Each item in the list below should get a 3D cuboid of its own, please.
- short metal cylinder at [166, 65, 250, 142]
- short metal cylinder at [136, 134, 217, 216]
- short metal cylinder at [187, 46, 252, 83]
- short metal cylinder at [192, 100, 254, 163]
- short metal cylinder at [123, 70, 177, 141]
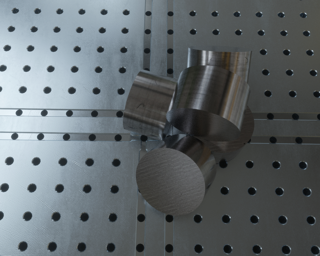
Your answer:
[{"bbox_3d":[0.053,-0.024,0.338,0.080,0.080,0.050,16,71,6],"label":"short metal cylinder"},{"bbox_3d":[0.020,0.052,0.357,0.080,0.050,0.079,7,108,22],"label":"short metal cylinder"},{"bbox_3d":[0.076,-0.078,0.404,0.080,0.080,0.050,2,110,1],"label":"short metal cylinder"},{"bbox_3d":[0.074,0.001,0.398,0.081,0.050,0.080,0,69,0],"label":"short metal cylinder"},{"bbox_3d":[-0.008,-0.029,0.393,0.050,0.080,0.080,18,71,6],"label":"short metal cylinder"}]
